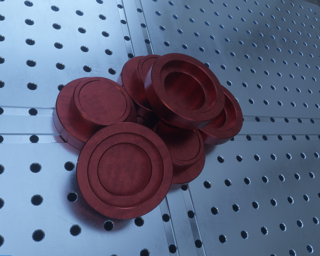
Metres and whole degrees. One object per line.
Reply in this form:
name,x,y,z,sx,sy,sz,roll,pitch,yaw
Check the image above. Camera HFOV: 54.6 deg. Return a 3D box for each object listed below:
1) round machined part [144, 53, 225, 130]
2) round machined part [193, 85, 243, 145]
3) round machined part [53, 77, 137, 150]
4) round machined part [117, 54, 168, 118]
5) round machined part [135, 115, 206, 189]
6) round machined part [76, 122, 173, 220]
round machined part,0.026,-0.040,0.380,0.099,0.042,0.098,13,56,-21
round machined part,0.065,-0.019,0.443,0.099,0.042,0.098,13,56,-21
round machined part,-0.073,-0.022,0.371,0.099,0.042,0.098,13,56,-21
round machined part,-0.007,-0.063,0.432,0.099,0.042,0.098,13,56,-21
round machined part,0.016,0.023,0.390,0.099,0.042,0.098,13,56,-21
round machined part,-0.039,0.044,0.332,0.099,0.042,0.098,1,84,-14
